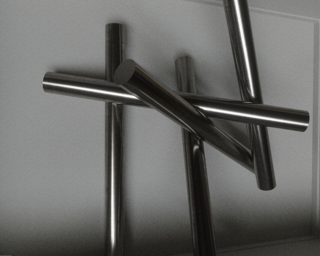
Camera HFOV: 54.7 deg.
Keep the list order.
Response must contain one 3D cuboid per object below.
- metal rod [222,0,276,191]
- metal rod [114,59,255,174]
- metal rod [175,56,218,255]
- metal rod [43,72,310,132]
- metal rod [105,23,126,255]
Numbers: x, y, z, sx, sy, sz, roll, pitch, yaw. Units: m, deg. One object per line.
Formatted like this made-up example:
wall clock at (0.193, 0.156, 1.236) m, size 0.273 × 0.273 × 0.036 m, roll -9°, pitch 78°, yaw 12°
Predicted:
metal rod at (0.107, -0.051, 0.369) m, size 0.025 × 0.025 × 0.298 m, roll -26°, pitch 115°, yaw -18°
metal rod at (0.062, 0.008, 0.366) m, size 0.301 × 0.025 × 0.025 m, roll 31°, pitch 79°, yaw -45°
metal rod at (0.042, 0.045, 0.364) m, size 0.025 × 0.025 × 0.299 m, roll 6°, pitch 64°, yaw -20°
metal rod at (0.017, -0.031, 0.359) m, size 0.302 × 0.025 × 0.025 m, roll 9°, pitch 87°, yaw 2°
metal rod at (-0.057, 0.021, 0.390) m, size 0.025 × 0.025 × 0.298 m, roll 0°, pitch 90°, yaw -20°
